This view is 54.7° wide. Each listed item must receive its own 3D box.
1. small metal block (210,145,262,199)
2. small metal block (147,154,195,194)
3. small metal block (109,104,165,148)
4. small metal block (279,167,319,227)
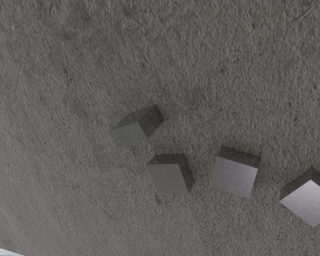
[{"bbox_3d":[0.095,0.055,0.391,0.050,0.025,0.050,16,125,18],"label":"small metal block"},{"bbox_3d":[0.016,0.065,0.439,0.050,0.025,0.050,-5,116,30],"label":"small metal block"},{"bbox_3d":[-0.030,-0.003,0.405,0.050,0.050,0.025,-17,109,35],"label":"small metal block"},{"bbox_3d":[0.179,0.081,0.363,0.050,0.025,0.050,38,129,2],"label":"small metal block"}]
